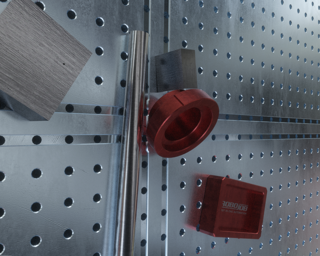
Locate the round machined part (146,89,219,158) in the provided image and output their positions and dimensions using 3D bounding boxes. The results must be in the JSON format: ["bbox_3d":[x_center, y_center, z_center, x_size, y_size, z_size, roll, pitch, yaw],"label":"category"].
[{"bbox_3d":[0.024,-0.011,0.400,0.099,0.042,0.097,-24,143,-20],"label":"round machined part"}]

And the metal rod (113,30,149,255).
[{"bbox_3d":[-0.036,0.031,0.380,0.025,0.025,0.298,6,86,-40],"label":"metal rod"}]

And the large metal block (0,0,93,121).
[{"bbox_3d":[-0.125,-0.062,0.289,0.080,0.050,0.080,40,66,-33],"label":"large metal block"}]

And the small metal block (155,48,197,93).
[{"bbox_3d":[0.021,-0.075,0.412,0.025,0.050,0.050,-6,93,-40],"label":"small metal block"}]

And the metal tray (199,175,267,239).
[{"bbox_3d":[0.125,0.133,0.514,0.131,0.030,0.090,19,78,-39],"label":"metal tray"}]
